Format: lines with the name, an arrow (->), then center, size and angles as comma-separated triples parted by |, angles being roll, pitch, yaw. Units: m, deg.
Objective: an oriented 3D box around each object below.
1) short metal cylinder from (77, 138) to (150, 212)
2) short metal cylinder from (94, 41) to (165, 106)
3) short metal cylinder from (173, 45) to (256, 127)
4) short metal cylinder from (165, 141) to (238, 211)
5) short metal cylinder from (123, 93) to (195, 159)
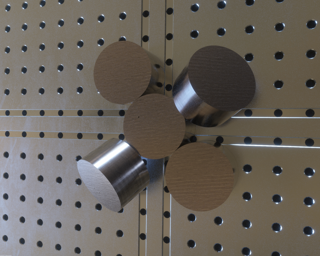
short metal cylinder -> -0.060, 0.060, 0.397 | 0.080, 0.050, 0.079 | 30, 140, 29
short metal cylinder -> -0.040, -0.070, 0.412 | 0.080, 0.050, 0.079 | 0, 90, 19
short metal cylinder -> 0.061, -0.046, 0.356 | 0.081, 0.050, 0.080 | 6, 68, -16
short metal cylinder -> 0.053, 0.056, 0.380 | 0.080, 0.050, 0.079 | 0, 90, 19
short metal cylinder -> 0.000, -0.002, 0.398 | 0.080, 0.050, 0.079 | 0, 90, 19
